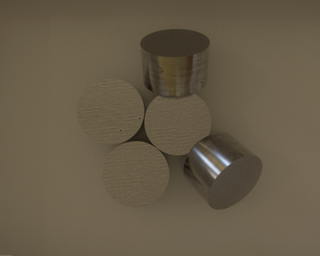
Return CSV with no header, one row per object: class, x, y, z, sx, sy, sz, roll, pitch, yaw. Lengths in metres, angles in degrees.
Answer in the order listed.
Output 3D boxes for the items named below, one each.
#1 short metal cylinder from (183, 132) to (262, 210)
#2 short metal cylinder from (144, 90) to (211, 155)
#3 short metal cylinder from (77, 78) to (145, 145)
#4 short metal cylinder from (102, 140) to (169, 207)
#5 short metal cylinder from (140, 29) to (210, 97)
short metal cylinder,0.076,0.052,0.378,0.081,0.050,0.079,-18,129,-23
short metal cylinder,0.021,-0.007,0.397,0.081,0.050,0.079,0,90,-1
short metal cylinder,-0.059,-0.020,0.396,0.081,0.050,0.079,0,90,-1
short metal cylinder,-0.029,0.055,0.397,0.081,0.050,0.079,0,90,-1
short metal cylinder,0.018,-0.081,0.375,0.081,0.080,0.050,-3,129,-1
